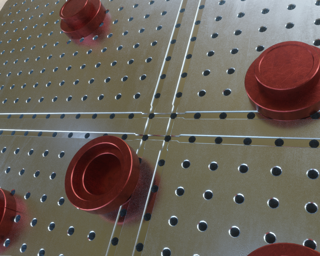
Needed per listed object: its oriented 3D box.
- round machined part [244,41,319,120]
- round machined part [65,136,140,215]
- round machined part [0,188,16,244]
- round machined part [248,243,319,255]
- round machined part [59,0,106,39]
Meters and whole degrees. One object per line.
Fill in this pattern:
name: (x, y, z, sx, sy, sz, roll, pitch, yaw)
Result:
round machined part: (0.147, -0.061, 0.358, 0.098, 0.042, 0.098, -13, 56, 21)
round machined part: (-0.069, 0.062, 0.396, 0.098, 0.042, 0.098, -13, 56, 21)
round machined part: (-0.267, 0.132, 0.458, 0.098, 0.042, 0.098, -13, 56, 21)
round machined part: (0.108, 0.148, 0.250, 0.098, 0.042, 0.098, -13, 56, 21)
round machined part: (-0.162, -0.231, 0.626, 0.098, 0.042, 0.098, -13, 56, 21)
